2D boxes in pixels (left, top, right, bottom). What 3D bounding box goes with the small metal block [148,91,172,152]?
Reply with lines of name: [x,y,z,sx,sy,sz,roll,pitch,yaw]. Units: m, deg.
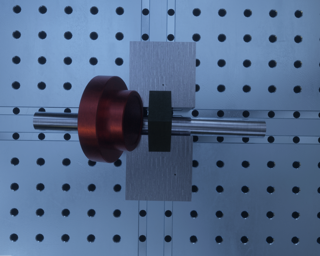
small metal block: [0.000,-0.008,0.357,0.025,0.050,0.050,1,46,0]

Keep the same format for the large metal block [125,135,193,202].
large metal block: [-0.001,0.049,0.401,0.081,0.050,0.079,1,90,0]

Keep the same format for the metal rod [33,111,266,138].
metal rod: [-0.013,-0.004,0.413,0.302,0.025,0.025,2,90,0]

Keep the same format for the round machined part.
round machined part: [-0.049,-0.009,0.347,0.042,0.098,0.097,4,90,14]

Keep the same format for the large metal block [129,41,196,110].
large metal block: [0.003,-0.065,0.401,0.081,0.050,0.079,1,90,0]
